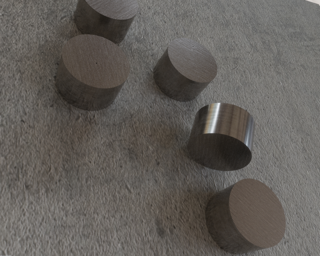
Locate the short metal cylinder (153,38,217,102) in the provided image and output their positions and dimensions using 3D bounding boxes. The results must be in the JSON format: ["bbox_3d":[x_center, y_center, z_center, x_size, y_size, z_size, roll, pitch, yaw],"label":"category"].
[{"bbox_3d":[0.037,-0.086,0.460,0.081,0.050,0.080,14,56,-21],"label":"short metal cylinder"}]

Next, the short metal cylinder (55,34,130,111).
[{"bbox_3d":[-0.084,-0.068,0.384,0.081,0.050,0.080,14,56,-21],"label":"short metal cylinder"}]

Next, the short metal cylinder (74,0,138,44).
[{"bbox_3d":[-0.078,-0.169,0.448,0.081,0.050,0.080,14,56,-21],"label":"short metal cylinder"}]

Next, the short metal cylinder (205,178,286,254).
[{"bbox_3d":[0.103,0.108,0.377,0.081,0.050,0.080,14,56,-21],"label":"short metal cylinder"}]

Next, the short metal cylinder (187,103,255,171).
[{"bbox_3d":[0.080,0.013,0.403,0.080,0.080,0.050,27,52,-11],"label":"short metal cylinder"}]
